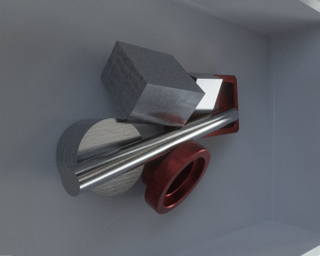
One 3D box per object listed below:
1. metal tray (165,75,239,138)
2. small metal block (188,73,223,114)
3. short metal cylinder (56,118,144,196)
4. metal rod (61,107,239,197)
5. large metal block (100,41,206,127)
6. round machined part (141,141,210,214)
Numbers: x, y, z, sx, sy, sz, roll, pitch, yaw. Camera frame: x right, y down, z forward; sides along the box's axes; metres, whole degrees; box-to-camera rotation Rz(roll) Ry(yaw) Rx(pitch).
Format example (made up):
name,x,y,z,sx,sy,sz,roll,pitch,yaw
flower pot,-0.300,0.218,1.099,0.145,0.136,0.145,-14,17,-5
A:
name,x,y,z,sx,sy,sz,roll,pitch,yaw
metal tray,0.064,-0.033,0.456,0.131,0.030,0.089,-6,94,-40
small metal block,0.053,-0.048,0.423,0.050,0.025,0.050,-6,120,-40
short metal cylinder,-0.063,0.030,0.336,0.081,0.050,0.079,0,90,-40
metal rod,0.019,0.012,0.369,0.302,0.025,0.025,-20,103,-49
large metal block,-0.010,-0.049,0.352,0.081,0.080,0.050,4,130,-39
round machined part,0.015,0.056,0.388,0.099,0.042,0.097,-38,149,-27
